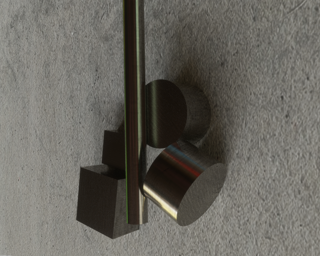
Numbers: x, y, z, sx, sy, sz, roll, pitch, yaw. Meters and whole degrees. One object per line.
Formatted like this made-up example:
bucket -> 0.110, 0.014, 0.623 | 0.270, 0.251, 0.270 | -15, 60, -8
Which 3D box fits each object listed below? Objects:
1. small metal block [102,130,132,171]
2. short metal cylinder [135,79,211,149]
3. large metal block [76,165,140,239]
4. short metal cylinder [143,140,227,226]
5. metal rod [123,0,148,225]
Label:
small metal block -> -0.057, 0.031, 0.449 | 0.050, 0.025, 0.050 | 9, 96, 39
short metal cylinder -> 0.014, -0.016, 0.375 | 0.080, 0.050, 0.079 | 0, 90, 39
large metal block -> -0.073, 0.101, 0.446 | 0.080, 0.050, 0.079 | 9, 96, 39
short metal cylinder -> 0.029, 0.060, 0.344 | 0.050, 0.081, 0.079 | 33, 111, 34
metal rod -> -0.029, -0.041, 0.361 | 0.025, 0.025, 0.298 | -2, 88, 39
